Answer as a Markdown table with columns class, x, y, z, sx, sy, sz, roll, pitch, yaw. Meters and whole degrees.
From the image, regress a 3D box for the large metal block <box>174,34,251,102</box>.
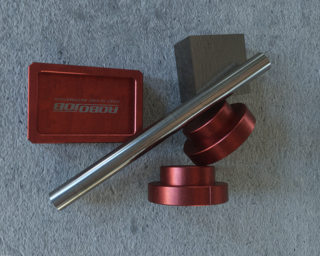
| class | x | y | z | sx | sy | sz | roll | pitch | yaw |
| --- | --- | --- | --- | --- | --- | --- | --- | --- | --- |
| large metal block | 0.070 | -0.081 | 0.422 | 0.081 | 0.050 | 0.080 | -8 | 93 | -20 |

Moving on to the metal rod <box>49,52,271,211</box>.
| class | x | y | z | sx | sy | sz | roll | pitch | yaw |
| --- | --- | --- | --- | --- | --- | --- | --- | --- | --- |
| metal rod | 0.004 | 0.001 | 0.370 | 0.301 | 0.025 | 0.025 | -34 | 102 | -5 |

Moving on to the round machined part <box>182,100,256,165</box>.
| class | x | y | z | sx | sy | sz | roll | pitch | yaw |
| --- | --- | --- | --- | --- | --- | --- | --- | --- | --- |
| round machined part | 0.068 | -0.001 | 0.396 | 0.098 | 0.098 | 0.042 | -44 | 104 | -15 |

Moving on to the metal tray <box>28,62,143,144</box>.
| class | x | y | z | sx | sy | sz | roll | pitch | yaw |
| --- | --- | --- | --- | --- | --- | --- | --- | --- | --- |
| metal tray | -0.087 | -0.027 | 0.374 | 0.131 | 0.030 | 0.089 | 1 | 90 | -20 |

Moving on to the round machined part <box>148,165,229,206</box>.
| class | x | y | z | sx | sy | sz | roll | pitch | yaw |
| --- | --- | --- | --- | --- | --- | --- | --- | --- | --- |
| round machined part | 0.034 | 0.068 | 0.384 | 0.099 | 0.098 | 0.042 | 2 | 84 | -20 |
